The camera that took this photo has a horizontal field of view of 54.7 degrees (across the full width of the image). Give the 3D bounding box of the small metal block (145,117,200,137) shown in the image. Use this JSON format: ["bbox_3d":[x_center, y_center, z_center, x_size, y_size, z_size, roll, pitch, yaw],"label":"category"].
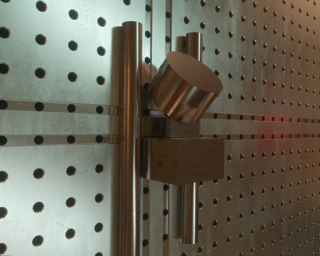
[{"bbox_3d":[0.016,-0.001,0.406,0.050,0.050,0.025,2,89,-41],"label":"small metal block"}]

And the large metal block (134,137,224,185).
[{"bbox_3d":[0.023,0.037,0.390,0.081,0.080,0.050,1,90,-40],"label":"large metal block"}]

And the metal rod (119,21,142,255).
[{"bbox_3d":[-0.036,0.022,0.379,0.025,0.025,0.298,1,90,-40],"label":"metal rod"}]

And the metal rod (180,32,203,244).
[{"bbox_3d":[0.046,0.014,0.447,0.025,0.025,0.298,3,89,-40],"label":"metal rod"}]

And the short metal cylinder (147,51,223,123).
[{"bbox_3d":[0.031,-0.052,0.391,0.080,0.050,0.080,23,35,-17],"label":"short metal cylinder"}]
